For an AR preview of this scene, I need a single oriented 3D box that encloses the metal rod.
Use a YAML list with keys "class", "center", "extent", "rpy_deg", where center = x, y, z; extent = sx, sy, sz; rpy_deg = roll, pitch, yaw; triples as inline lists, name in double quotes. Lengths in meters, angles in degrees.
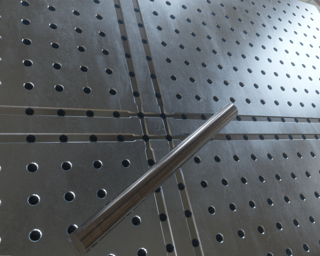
- class: "metal rod"
  center: [0.016, 0.042, 0.392]
  extent: [0.025, 0.025, 0.302]
  rpy_deg: [49, 51, 6]
